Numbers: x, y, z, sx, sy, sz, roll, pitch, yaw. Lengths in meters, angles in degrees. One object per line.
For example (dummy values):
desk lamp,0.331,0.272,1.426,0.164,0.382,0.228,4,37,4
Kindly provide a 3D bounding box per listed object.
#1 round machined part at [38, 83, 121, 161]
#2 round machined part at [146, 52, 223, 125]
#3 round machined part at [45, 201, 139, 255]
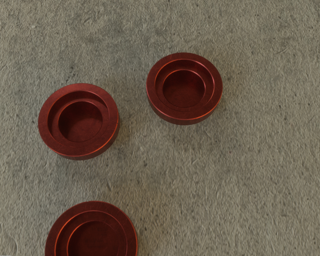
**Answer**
round machined part,-0.100,-0.005,0.400,0.099,0.042,0.098,0,70,0
round machined part,0.031,-0.049,0.417,0.099,0.042,0.098,0,70,0
round machined part,-0.073,0.134,0.349,0.099,0.042,0.098,0,70,0
